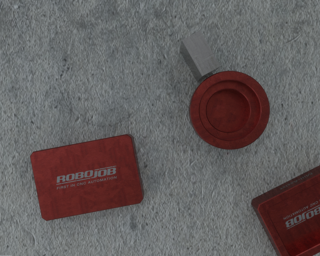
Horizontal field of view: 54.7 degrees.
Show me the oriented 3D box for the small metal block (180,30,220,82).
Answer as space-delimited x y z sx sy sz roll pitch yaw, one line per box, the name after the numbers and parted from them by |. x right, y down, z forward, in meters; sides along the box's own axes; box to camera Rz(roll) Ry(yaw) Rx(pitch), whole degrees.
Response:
0.050 -0.090 0.398 0.025 0.050 0.050 -29 90 0 | small metal block

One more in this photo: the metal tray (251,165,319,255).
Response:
0.201 0.110 0.409 0.130 0.030 0.090 -27 90 0 | metal tray

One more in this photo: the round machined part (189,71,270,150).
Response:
0.086 -0.022 0.402 0.099 0.042 0.097 0 90 0 | round machined part

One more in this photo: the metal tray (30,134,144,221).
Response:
-0.093 0.063 0.407 0.131 0.030 0.089 -11 90 0 | metal tray
